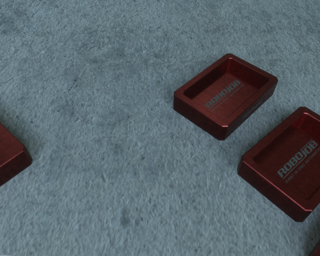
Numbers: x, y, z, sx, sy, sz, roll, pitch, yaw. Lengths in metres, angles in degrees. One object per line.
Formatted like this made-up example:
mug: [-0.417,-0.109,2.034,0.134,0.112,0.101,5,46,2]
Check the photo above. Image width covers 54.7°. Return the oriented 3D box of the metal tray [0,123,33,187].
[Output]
metal tray: [-0.233,0.025,0.376,0.130,0.030,0.090,35,58,25]

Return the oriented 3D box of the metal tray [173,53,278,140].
metal tray: [0.094,-0.050,0.442,0.090,0.030,0.131,37,59,26]

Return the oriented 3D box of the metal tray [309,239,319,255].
metal tray: [0.218,0.117,0.304,0.131,0.030,0.090,-37,59,-27]

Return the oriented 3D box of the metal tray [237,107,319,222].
metal tray: [0.169,0.037,0.371,0.131,0.030,0.090,-34,58,-26]
